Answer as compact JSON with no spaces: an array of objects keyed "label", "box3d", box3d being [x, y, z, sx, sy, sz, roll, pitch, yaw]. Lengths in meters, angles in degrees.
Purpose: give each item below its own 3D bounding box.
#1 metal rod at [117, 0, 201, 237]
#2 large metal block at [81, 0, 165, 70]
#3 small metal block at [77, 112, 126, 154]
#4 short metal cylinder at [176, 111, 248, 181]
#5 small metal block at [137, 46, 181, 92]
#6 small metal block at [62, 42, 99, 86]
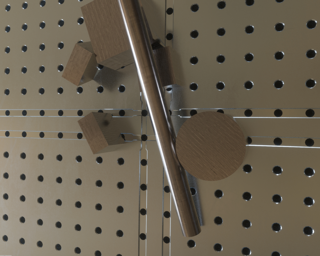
[{"label":"metal rod","box3d":[0.001,-0.009,0.379,0.025,0.025,0.298,-13,98,19]},{"label":"large metal block","box3d":[-0.048,-0.134,0.415,0.080,0.050,0.080,-19,84,18]},{"label":"small metal block","box3d":[-0.079,0.006,0.426,0.025,0.050,0.050,-31,80,17]},{"label":"short metal cylinder","box3d":[0.065,0.020,0.376,0.080,0.050,0.079,0,90,19]},{"label":"small metal block","box3d":[-0.003,-0.076,0.413,0.050,0.025,0.050,-11,87,19]},{"label":"small metal block","box3d":[-0.104,-0.090,0.427,0.025,0.050,0.050,32,112,1]}]
